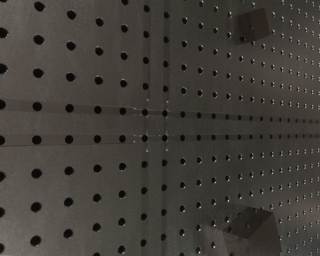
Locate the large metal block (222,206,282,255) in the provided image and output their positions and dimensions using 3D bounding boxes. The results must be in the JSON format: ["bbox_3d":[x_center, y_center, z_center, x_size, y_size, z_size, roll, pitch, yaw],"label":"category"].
[{"bbox_3d":[0.159,0.195,0.530,0.081,0.050,0.080,-27,107,-37],"label":"large metal block"}]

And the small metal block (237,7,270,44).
[{"bbox_3d":[0.168,-0.183,0.553,0.050,0.025,0.050,-29,109,-36],"label":"small metal block"}]
